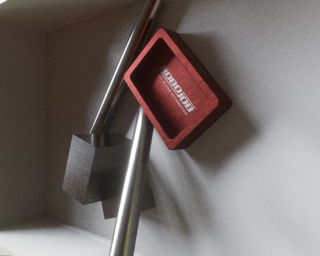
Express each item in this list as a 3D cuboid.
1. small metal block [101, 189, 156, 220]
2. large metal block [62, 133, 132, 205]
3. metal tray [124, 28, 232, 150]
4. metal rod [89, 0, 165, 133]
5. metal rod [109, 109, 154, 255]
[{"bbox_3d":[-0.043,0.104,0.424,0.050,0.050,0.025,-22,77,37],"label":"small metal block"},{"bbox_3d":[-0.082,0.054,0.436,0.050,0.081,0.079,23,105,37],"label":"large metal block"},{"bbox_3d":[0.016,-0.049,0.388,0.090,0.030,0.130,-47,62,29],"label":"metal tray"},{"bbox_3d":[-0.069,-0.048,0.461,0.025,0.025,0.298,41,114,32],"label":"metal rod"},{"bbox_3d":[-0.036,0.103,0.339,0.025,0.025,0.300,-23,45,37],"label":"metal rod"}]
